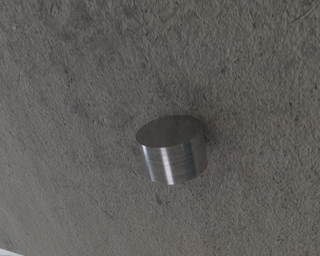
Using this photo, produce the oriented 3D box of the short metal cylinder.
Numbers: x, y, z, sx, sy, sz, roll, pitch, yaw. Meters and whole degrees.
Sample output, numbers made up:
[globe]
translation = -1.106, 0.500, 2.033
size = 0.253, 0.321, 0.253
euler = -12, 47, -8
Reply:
[short metal cylinder]
translation = 0.015, 0.024, 0.379
size = 0.080, 0.080, 0.050
euler = 2, 120, 27
